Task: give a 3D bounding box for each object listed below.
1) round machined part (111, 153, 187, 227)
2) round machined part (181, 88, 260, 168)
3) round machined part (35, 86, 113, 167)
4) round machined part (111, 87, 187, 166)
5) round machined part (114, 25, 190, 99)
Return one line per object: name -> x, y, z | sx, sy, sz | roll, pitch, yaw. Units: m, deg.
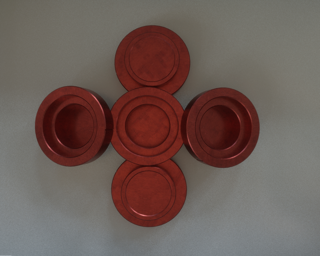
round machined part -> -0.014, 0.080, 0.401 | 0.099, 0.042, 0.097 | 0, 90, 0
round machined part -> 0.072, 0.000, 0.393 | 0.099, 0.042, 0.097 | 0, 90, -17
round machined part -> -0.103, -0.002, 0.392 | 0.098, 0.042, 0.097 | 0, 90, 17
round machined part -> -0.016, -0.002, 0.400 | 0.099, 0.042, 0.097 | 0, 90, 0
round machined part -> -0.010, -0.085, 0.401 | 0.099, 0.042, 0.097 | 0, 90, 0
